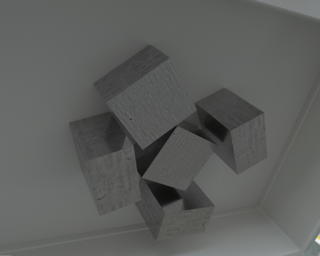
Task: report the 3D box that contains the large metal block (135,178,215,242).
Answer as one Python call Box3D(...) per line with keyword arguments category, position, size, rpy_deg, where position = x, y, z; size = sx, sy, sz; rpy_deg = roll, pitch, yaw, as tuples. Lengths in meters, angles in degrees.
Box3D(category="large metal block", position=(0.019, 0.111, 0.453), size=(0.081, 0.080, 0.050), rpy_deg=(1, 118, -29))

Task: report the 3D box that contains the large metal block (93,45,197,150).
Box3D(category="large metal block", position=(-0.016, -0.035, 0.361), size=(0.080, 0.050, 0.080), rpy_deg=(-36, 130, -4))

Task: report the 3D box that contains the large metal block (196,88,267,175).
Box3D(category="large metal block", position=(0.099, 0.003, 0.429), size=(0.050, 0.080, 0.080), rpy_deg=(-28, 128, -11))

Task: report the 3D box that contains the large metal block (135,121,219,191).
Box3D(category="large metal block", position=(0.018, 0.031, 0.421), size=(0.080, 0.050, 0.080), rpy_deg=(25, 105, -37))

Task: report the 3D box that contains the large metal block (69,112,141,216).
Box3D(category="large metal block", position=(-0.064, 0.039, 0.362), size=(0.050, 0.080, 0.079), rpy_deg=(-18, 126, -19))
